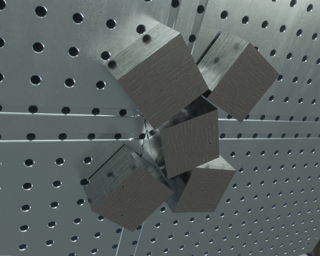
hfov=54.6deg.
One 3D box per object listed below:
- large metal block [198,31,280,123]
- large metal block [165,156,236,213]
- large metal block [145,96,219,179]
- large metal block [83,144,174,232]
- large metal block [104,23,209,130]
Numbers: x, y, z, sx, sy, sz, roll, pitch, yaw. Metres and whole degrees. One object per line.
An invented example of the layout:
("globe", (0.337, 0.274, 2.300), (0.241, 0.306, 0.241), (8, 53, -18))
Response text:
("large metal block", (0.095, -0.065, 0.404), (0.080, 0.050, 0.080), (28, 103, -40))
("large metal block", (0.056, 0.081, 0.475), (0.081, 0.050, 0.080), (9, 114, -33))
("large metal block", (0.031, 0.010, 0.416), (0.081, 0.050, 0.080), (-21, 127, -16))
("large metal block", (-0.042, 0.083, 0.420), (0.080, 0.050, 0.080), (-44, 129, 2))
("large metal block", (-0.003, -0.059, 0.356), (0.080, 0.050, 0.080), (-38, 129, -2))
